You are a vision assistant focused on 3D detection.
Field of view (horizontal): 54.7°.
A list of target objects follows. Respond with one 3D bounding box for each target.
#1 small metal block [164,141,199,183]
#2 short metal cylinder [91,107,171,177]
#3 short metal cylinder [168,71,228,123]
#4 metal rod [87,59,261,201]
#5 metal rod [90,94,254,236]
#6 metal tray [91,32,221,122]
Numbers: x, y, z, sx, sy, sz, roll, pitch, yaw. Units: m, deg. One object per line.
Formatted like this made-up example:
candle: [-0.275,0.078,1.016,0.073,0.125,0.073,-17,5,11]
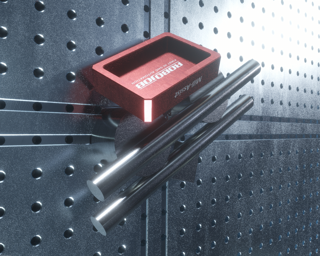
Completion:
small metal block: [0.026,0.047,0.432,0.050,0.025,0.050,19,78,-39]
short metal cylinder: [-0.033,0.014,0.367,0.081,0.050,0.079,0,90,-40]
short metal cylinder: [0.052,-0.047,0.439,0.081,0.050,0.079,0,90,-40]
metal rod: [0.039,-0.015,0.377,0.302,0.025,0.025,-37,113,-34]
metal rod: [0.037,0.030,0.408,0.302,0.025,0.025,-36,112,-34]
metal tray: [-0.002,-0.067,0.365,0.131,0.090,0.030,-36,144,-35]
